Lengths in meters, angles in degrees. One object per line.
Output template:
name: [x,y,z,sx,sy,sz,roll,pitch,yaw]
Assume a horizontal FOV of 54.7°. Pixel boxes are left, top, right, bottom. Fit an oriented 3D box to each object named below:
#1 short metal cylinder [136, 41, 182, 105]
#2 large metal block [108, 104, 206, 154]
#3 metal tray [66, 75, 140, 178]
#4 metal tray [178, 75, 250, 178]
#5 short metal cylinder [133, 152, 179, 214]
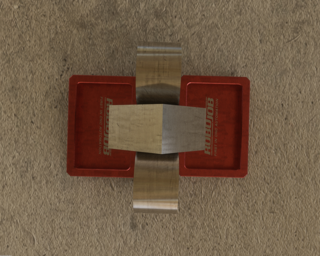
short metal cylinder: [-0.001,-0.065,0.383,0.050,0.080,0.079,2,90,0]
large metal block: [-0.002,0.000,0.363,0.080,0.081,0.050,2,91,40]
metal tray: [-0.072,-0.002,0.408,0.091,0.030,0.129,2,90,0]
metal tray: [0.068,-0.002,0.409,0.091,0.030,0.129,2,90,0]
short metal cylinder: [-0.004,0.065,0.383,0.050,0.080,0.079,2,90,0]
